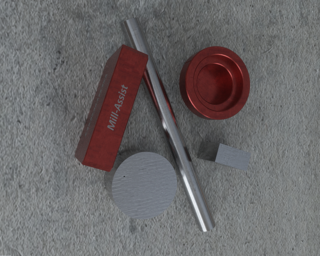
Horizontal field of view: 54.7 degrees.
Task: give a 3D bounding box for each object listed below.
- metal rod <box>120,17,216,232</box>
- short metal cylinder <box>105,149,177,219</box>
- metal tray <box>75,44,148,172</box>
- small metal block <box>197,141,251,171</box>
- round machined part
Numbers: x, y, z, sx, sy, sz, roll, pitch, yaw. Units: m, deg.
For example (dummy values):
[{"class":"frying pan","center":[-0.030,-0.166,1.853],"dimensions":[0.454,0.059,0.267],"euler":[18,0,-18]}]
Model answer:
[{"class":"metal rod","center":[0.014,0.001,0.417],"dimensions":[0.025,0.025,0.298],"euler":[-24,98,-19]},{"class":"short metal cylinder","center":[-0.025,0.068,0.388],"dimensions":[0.081,0.050,0.079],"euler":[0,90,-21]},{"class":"metal tray","center":[-0.059,-0.021,0.355],"dimensions":[0.030,0.090,0.129],"euler":[20,83,-19]},{"class":"small metal block","center":[0.087,0.038,0.428],"dimensions":[0.050,0.050,0.025],"euler":[18,84,-20]},{"class":"round machined part","center":[0.071,-0.060,0.429],"dimensions":[0.099,0.042,0.097],"euler":[0,90,-21]}]
